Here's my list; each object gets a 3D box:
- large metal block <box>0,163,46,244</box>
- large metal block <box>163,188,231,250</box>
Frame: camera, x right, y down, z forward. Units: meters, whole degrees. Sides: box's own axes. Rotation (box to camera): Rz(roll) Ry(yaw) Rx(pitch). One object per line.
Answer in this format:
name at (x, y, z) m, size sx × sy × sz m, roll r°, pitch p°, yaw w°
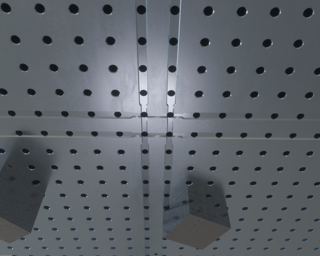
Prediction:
large metal block at (-0.232, 0.114, 0.471) m, size 0.050 × 0.080 × 0.080 m, roll -29°, pitch 124°, yaw 22°
large metal block at (0.060, 0.157, 0.529) m, size 0.080 × 0.050 × 0.080 m, roll 24°, pitch 126°, yaw -19°
